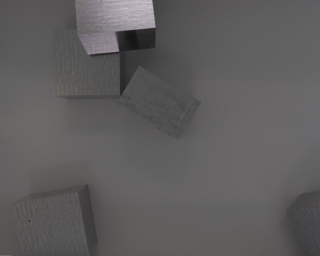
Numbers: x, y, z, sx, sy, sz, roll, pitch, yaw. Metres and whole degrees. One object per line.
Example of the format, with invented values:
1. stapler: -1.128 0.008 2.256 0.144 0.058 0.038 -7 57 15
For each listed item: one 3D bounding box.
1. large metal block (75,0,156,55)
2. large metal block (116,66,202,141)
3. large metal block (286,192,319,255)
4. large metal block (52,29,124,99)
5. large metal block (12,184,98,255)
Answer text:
1. large metal block: -0.050 -0.134 0.351 0.081 0.050 0.080 -6 80 -3
2. large metal block: -0.001 -0.028 0.384 0.080 0.080 0.050 30 90 0
3. large metal block: 0.218 0.124 0.379 0.050 0.080 0.080 -26 90 -39
4. large metal block: -0.089 -0.079 0.398 0.081 0.050 0.080 -1 90 0
5. large metal block: -0.132 0.123 0.398 0.080 0.050 0.080 -10 90 0
